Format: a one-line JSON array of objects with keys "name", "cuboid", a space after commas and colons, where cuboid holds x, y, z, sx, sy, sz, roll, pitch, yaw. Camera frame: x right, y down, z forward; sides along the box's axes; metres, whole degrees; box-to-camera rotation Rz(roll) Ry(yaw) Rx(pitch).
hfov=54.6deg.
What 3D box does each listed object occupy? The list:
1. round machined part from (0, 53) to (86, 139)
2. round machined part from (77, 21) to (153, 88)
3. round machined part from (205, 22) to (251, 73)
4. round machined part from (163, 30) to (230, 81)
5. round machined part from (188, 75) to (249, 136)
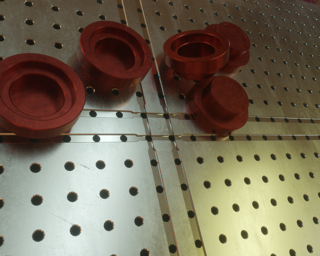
[{"name": "round machined part", "cuboid": [-0.136, -0.031, 0.343, 0.099, 0.042, 0.098, 13, 56, -21]}, {"name": "round machined part", "cuboid": [-0.063, -0.094, 0.420, 0.099, 0.042, 0.098, 13, 56, -21]}, {"name": "round machined part", "cuboid": [0.121, -0.149, 0.552, 0.099, 0.042, 0.098, 14, 56, -21]}, {"name": "round machined part", "cuboid": [0.055, -0.109, 0.474, 0.098, 0.042, 0.098, -4, 43, 4]}, {"name": "round machined part", "cuboid": [0.096, -0.041, 0.473, 0.099, 0.042, 0.098, 13, 56, -21]}]
